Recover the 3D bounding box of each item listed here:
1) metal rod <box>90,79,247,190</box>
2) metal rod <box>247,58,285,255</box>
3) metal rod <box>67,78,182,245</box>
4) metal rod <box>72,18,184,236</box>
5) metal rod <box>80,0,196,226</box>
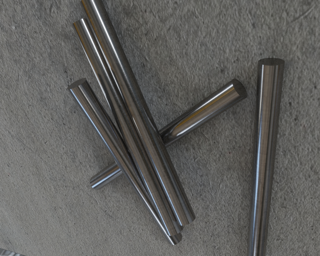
[{"bbox_3d":[-0.010,0.024,0.427,0.299,0.025,0.025,-35,99,38],"label":"metal rod"},{"bbox_3d":[0.125,0.064,0.379,0.025,0.025,0.298,8,122,24],"label":"metal rod"},{"bbox_3d":[-0.036,0.064,0.434,0.025,0.025,0.299,-8,124,32],"label":"metal rod"},{"bbox_3d":[-0.037,0.006,0.402,0.025,0.025,0.299,-17,102,34],"label":"metal rod"},{"bbox_3d":[-0.023,-0.014,0.384,0.025,0.025,0.299,-17,102,34],"label":"metal rod"}]
